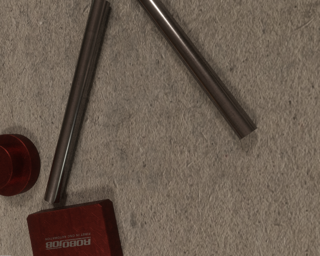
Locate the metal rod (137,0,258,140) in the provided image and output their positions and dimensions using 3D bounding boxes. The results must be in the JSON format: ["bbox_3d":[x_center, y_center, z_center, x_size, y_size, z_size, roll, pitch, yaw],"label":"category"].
[{"bbox_3d":[0.023,-0.114,0.400,0.025,0.025,0.299,-38,78,16],"label":"metal rod"}]

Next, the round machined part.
[{"bbox_3d":[-0.241,0.058,0.483,0.098,0.042,0.097,0,90,19],"label":"round machined part"}]

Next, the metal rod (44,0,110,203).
[{"bbox_3d":[-0.122,-0.036,0.450,0.025,0.025,0.298,17,96,19],"label":"metal rod"}]

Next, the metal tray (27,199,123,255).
[{"bbox_3d":[-0.125,0.159,0.449,0.130,0.030,0.090,-13,86,19],"label":"metal tray"}]
